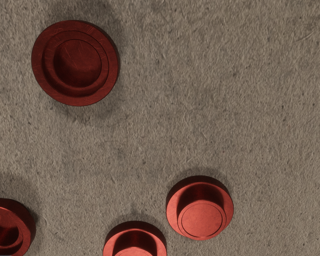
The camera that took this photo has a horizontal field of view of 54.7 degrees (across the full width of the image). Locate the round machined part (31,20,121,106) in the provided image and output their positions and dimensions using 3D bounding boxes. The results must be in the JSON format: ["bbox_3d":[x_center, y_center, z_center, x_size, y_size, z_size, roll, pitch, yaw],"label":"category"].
[{"bbox_3d":[-0.096,-0.078,0.371,0.099,0.042,0.097,0,110,-1],"label":"round machined part"}]

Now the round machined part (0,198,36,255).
[{"bbox_3d":[-0.230,0.142,0.450,0.099,0.042,0.097,0,110,-1],"label":"round machined part"}]

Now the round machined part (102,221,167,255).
[{"bbox_3d":[-0.038,0.195,0.472,0.099,0.042,0.097,0,110,-1],"label":"round machined part"}]

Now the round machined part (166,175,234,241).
[{"bbox_3d":[0.058,0.121,0.446,0.099,0.042,0.097,0,110,-1],"label":"round machined part"}]
